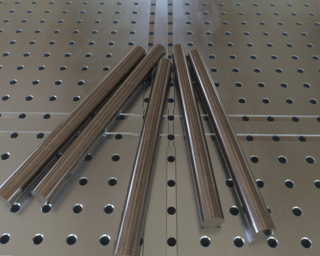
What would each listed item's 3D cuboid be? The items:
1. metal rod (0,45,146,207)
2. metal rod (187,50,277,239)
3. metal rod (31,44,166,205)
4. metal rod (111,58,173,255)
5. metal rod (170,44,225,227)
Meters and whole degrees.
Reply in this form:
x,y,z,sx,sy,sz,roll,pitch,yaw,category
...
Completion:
x,y,z,sx,sy,sz,roll,pitch,yaw,category
-0.103,-0.023,0.426,0.025,0.025,0.301,22,53,17,metal rod
0.082,-0.005,0.412,0.025,0.025,0.300,-7,50,-6,metal rod
-0.067,-0.026,0.430,0.025,0.025,0.301,20,53,16,metal rod
-0.014,0.013,0.397,0.025,0.025,0.300,6,50,5,metal rod
0.043,-0.015,0.421,0.025,0.025,0.300,-4,50,-3,metal rod
